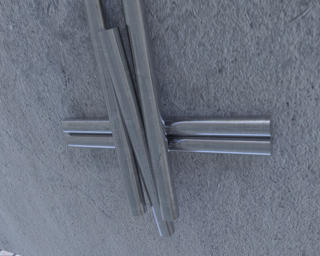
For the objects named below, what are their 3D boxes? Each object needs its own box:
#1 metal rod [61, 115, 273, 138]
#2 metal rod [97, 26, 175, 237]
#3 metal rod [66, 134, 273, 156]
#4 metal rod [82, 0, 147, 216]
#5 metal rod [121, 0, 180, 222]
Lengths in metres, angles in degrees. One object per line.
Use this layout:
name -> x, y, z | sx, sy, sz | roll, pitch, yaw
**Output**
metal rod -> -0.010, -0.003, 0.411 | 0.300, 0.025, 0.025 | 0, 119, 27
metal rod -> -0.023, 0.023, 0.400 | 0.025, 0.025, 0.298 | 0, 118, 28
metal rod -> -0.006, 0.019, 0.423 | 0.300, 0.025, 0.025 | 0, 119, 27
metal rod -> -0.054, -0.021, 0.395 | 0.025, 0.025, 0.298 | 0, 111, 28
metal rod -> -0.010, -0.021, 0.371 | 0.025, 0.025, 0.298 | 0, 111, 28
